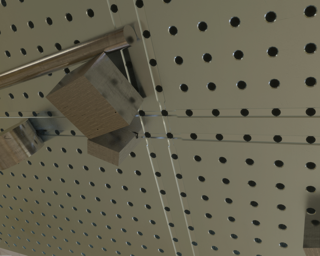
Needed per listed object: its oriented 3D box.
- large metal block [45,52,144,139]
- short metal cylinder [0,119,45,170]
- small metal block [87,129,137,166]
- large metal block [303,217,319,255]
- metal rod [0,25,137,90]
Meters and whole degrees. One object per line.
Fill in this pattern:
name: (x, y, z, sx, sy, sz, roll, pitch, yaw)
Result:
large metal block: (-0.083, -0.038, 0.399, 0.080, 0.050, 0.080, -18, 124, 38)
short metal cylinder: (-0.244, 0.027, 0.518, 0.080, 0.080, 0.050, -16, 110, 34)
small metal block: (-0.068, 0.022, 0.443, 0.050, 0.050, 0.025, 20, 126, 16)
large metal block: (0.227, 0.153, 0.370, 0.080, 0.050, 0.080, -15, 111, 34)
metal rod: (-0.162, -0.089, 0.438, 0.300, 0.025, 0.025, -9, 114, 31)
